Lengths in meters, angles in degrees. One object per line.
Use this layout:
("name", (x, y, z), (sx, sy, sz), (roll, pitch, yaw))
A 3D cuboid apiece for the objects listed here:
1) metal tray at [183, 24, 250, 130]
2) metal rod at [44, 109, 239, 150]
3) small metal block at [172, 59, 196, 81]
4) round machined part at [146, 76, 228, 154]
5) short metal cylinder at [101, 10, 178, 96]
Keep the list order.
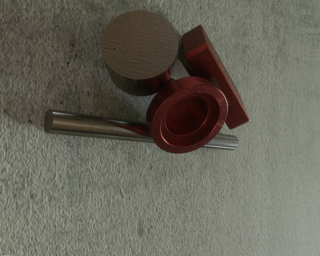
("metal tray", (0.078, -0.071, 0.435), (0.130, 0.030, 0.090), (53, 21, -27))
("metal rod", (0.003, 0.009, 0.408), (0.302, 0.025, 0.025), (8, 85, -40))
("small metal block", (0.018, -0.062, 0.403), (0.050, 0.050, 0.025), (30, 72, -36))
("round machined part", (0.029, -0.019, 0.379), (0.099, 0.042, 0.097), (-13, 129, -16))
("short metal cylinder", (-0.021, -0.081, 0.346), (0.081, 0.050, 0.080), (0, 76, -1))
